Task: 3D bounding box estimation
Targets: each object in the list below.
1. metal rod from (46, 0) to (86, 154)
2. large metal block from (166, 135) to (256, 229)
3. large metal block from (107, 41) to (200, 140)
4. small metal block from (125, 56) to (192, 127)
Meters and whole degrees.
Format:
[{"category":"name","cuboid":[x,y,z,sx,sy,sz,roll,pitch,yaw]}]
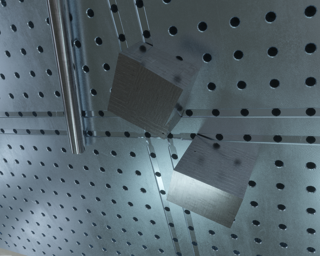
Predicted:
[{"category":"metal rod","cuboid":[-0.128,-0.091,0.419,0.025,0.025,0.298,15,125,19]},{"category":"large metal block","cuboid":[0.064,0.062,0.379,0.080,0.080,0.050,21,126,15]},{"category":"large metal block","cuboid":[-0.009,-0.046,0.371,0.080,0.050,0.079,27,128,10]},{"category":"small metal block","cuboid":[-0.003,-0.038,0.324,0.050,0.025,0.050,32,128,7]}]
